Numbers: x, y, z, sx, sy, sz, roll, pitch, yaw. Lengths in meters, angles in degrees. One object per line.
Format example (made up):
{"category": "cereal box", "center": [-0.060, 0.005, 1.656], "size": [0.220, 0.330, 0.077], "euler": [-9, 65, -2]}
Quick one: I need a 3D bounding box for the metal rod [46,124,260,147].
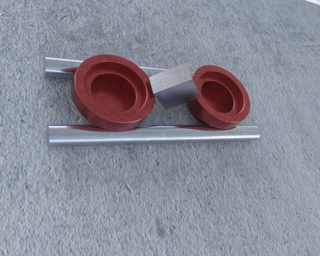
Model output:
{"category": "metal rod", "center": [0.012, 0.008, 0.406], "size": [0.303, 0.025, 0.025], "euler": [0, 62, -28]}

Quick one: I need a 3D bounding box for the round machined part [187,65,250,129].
{"category": "round machined part", "center": [0.079, -0.041, 0.455], "size": [0.099, 0.042, 0.098], "euler": [14, 56, -21]}

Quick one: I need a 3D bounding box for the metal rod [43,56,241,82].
{"category": "metal rod", "center": [-0.007, -0.075, 0.446], "size": [0.303, 0.025, 0.025], "euler": [0, 62, -28]}

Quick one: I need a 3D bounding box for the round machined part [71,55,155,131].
{"category": "round machined part", "center": [-0.059, -0.039, 0.380], "size": [0.099, 0.042, 0.098], "euler": [14, 56, -21]}

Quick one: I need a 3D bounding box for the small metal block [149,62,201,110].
{"category": "small metal block", "center": [0.020, -0.052, 0.398], "size": [0.050, 0.050, 0.025], "euler": [-20, 64, 11]}
